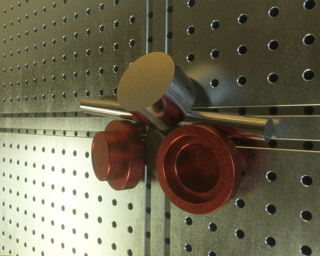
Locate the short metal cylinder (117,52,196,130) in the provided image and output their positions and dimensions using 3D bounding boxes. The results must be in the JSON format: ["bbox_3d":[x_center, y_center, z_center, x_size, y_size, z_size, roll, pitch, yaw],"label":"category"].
[{"bbox_3d":[-0.004,-0.044,0.373,0.080,0.050,0.080,-17,55,27],"label":"short metal cylinder"}]

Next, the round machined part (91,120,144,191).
[{"bbox_3d":[-0.064,0.038,0.429,0.098,0.042,0.097,3,93,58],"label":"round machined part"}]

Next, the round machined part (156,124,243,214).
[{"bbox_3d":[0.047,0.044,0.352,0.098,0.042,0.097,2,94,37],"label":"round machined part"}]

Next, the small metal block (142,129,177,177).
[{"bbox_3d":[0.003,0.031,0.402,0.050,0.025,0.050,44,116,31],"label":"small metal block"}]

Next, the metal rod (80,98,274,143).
[{"bbox_3d":[-0.004,-0.017,0.408,0.300,0.025,0.025,10,96,39],"label":"metal rod"}]
